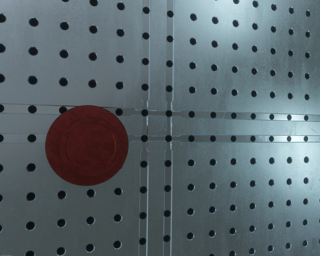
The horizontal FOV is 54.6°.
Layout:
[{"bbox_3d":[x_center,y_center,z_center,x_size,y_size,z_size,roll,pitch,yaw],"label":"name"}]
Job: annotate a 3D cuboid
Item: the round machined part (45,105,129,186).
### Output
[{"bbox_3d":[-0.085,0.021,0.372,0.099,0.042,0.097,0,90,-20],"label":"round machined part"}]
